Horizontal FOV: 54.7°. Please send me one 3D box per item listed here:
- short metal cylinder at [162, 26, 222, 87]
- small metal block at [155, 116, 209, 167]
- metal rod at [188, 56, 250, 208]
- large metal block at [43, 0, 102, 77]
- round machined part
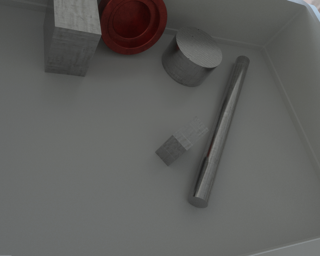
[{"bbox_3d":[0.050,-0.112,0.486,0.081,0.050,0.080,14,56,-21],"label":"short metal cylinder"},{"bbox_3d":[0.028,0.017,0.396,0.025,0.050,0.050,48,51,5],"label":"small metal block"},{"bbox_3d":[0.098,-0.015,0.469,0.025,0.025,0.301,32,51,-8],"label":"metal rod"},{"bbox_3d":[-0.112,-0.123,0.385,0.050,0.080,0.080,3,61,-27],"label":"large metal block"},{"bbox_3d":[-0.043,-0.156,0.437,0.099,0.097,0.042,-4,45,-30],"label":"round machined part"}]
